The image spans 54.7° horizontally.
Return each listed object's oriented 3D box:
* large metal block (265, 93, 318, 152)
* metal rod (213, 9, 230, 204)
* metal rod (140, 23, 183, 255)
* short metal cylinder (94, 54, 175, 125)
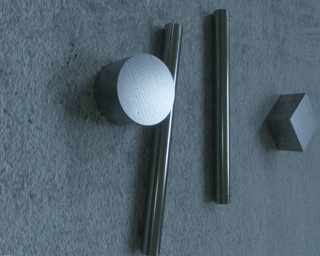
[{"bbox_3d":[0.258,-0.011,0.605,0.080,0.050,0.080,-48,119,-29],"label":"large metal block"},{"bbox_3d":[0.097,-0.032,0.485,0.025,0.025,0.298,-1,91,-40],"label":"metal rod"},{"bbox_3d":[0.003,0.011,0.407,0.025,0.025,0.298,10,84,-40],"label":"metal rod"},{"bbox_3d":[-0.029,-0.043,0.364,0.081,0.050,0.079,0,90,-40],"label":"short metal cylinder"}]
